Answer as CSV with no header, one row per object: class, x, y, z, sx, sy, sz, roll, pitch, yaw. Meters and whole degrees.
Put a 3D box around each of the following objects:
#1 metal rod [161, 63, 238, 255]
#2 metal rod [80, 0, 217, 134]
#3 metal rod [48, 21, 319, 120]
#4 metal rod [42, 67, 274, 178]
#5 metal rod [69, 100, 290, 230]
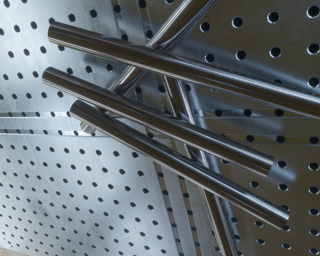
metal rod,0.057,0.057,0.416,0.025,0.025,0.299,-6,116,31
metal rod,-0.020,-0.077,0.374,0.025,0.025,0.299,46,129,-4
metal rod,0.022,-0.065,0.333,0.301,0.025,0.025,17,126,8
metal rod,-0.014,-0.013,0.376,0.301,0.025,0.025,23,127,14
metal rod,0.016,0.041,0.394,0.301,0.025,0.025,28,128,10
